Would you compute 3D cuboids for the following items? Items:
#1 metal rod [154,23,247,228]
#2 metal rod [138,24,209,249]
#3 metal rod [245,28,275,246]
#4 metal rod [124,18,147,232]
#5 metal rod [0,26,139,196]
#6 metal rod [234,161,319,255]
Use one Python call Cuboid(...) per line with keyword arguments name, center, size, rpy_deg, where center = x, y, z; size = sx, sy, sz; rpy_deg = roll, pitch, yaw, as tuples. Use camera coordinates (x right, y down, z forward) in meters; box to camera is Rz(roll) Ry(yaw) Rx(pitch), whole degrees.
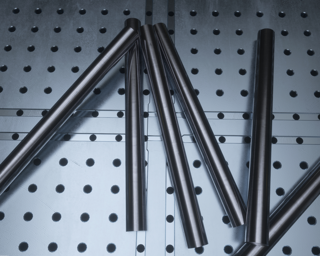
Cuboid(name="metal rod", center=(0.048, -0.017, 0.418), size=(0.025, 0.025, 0.299), rpy_deg=(-19, 71, -7))
Cuboid(name="metal rod", center=(0.012, -0.002, 0.404), size=(0.025, 0.025, 0.299), rpy_deg=(-12, 73, -4))
Cuboid(name="metal rod", center=(0.132, -0.007, 0.402), size=(0.025, 0.025, 0.300), rpy_deg=(10, 66, 3))
Cuboid(name="metal rod", center=(-0.035, -0.018, 0.418), size=(0.025, 0.025, 0.299), rpy_deg=(-2, 70, -1))
Cuboid(name="metal rod", center=(-0.131, -0.018, 0.403), size=(0.025, 0.025, 0.300), rpy_deg=(36, 79, 12))
Cuboid(name="metal rod", center=(0.144, 0.112, 0.371), size=(0.301, 0.025, 0.025), rpy_deg=(-41, 75, -14))
